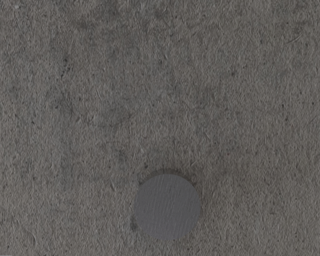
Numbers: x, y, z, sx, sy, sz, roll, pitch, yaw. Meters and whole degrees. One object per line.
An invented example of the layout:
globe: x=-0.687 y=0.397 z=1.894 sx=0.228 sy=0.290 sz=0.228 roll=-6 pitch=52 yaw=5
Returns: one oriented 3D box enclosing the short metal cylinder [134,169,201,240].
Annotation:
short metal cylinder: x=0.009 y=0.095 z=0.398 sx=0.080 sy=0.050 sz=0.080 roll=0 pitch=90 yaw=0
